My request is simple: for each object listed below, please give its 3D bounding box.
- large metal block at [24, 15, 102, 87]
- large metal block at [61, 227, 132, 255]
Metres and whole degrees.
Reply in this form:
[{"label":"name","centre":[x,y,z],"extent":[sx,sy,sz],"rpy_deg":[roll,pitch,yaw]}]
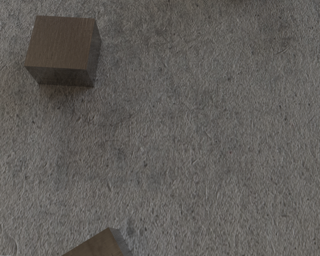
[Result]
[{"label":"large metal block","centre":[-0.131,-0.106,0.433],"extent":[0.080,0.050,0.080],"rpy_deg":[4,70,1]},{"label":"large metal block","centre":[-0.051,0.154,0.322],"extent":[0.050,0.080,0.080],"rpy_deg":[-30,73,-10]}]
